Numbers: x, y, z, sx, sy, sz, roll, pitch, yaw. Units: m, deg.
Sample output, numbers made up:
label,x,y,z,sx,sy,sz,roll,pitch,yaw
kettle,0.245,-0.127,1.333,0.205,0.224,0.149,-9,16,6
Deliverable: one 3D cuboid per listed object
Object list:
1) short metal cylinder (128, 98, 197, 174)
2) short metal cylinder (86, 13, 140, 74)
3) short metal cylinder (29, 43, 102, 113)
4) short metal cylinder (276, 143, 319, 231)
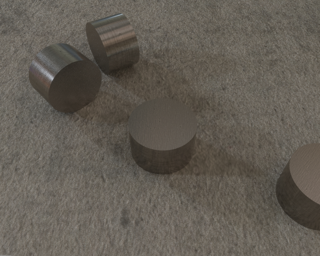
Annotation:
label,x,y,z,sx,sy,sz,roll,pitch,yaw
short metal cylinder,0.003,0.010,0.379,0.081,0.050,0.080,0,50,0
short metal cylinder,-0.073,-0.129,0.475,0.050,0.080,0.080,-25,55,-20
short metal cylinder,-0.128,-0.068,0.423,0.080,0.080,0.050,-36,59,-26
short metal cylinder,0.174,0.063,0.336,0.081,0.050,0.080,0,50,0
